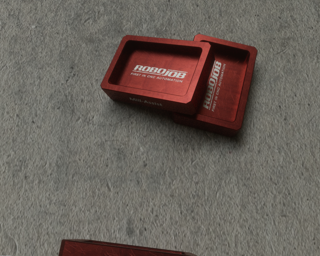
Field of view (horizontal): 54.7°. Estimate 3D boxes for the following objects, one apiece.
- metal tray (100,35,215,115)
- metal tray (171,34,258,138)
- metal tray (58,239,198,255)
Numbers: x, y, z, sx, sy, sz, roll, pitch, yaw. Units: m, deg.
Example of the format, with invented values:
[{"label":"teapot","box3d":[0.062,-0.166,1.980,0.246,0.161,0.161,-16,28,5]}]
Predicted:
[{"label":"metal tray","box3d":[-0.003,-0.074,0.410,0.130,0.030,0.090,13,71,24]},{"label":"metal tray","box3d":[0.076,-0.060,0.427,0.090,0.030,0.130,15,71,5]},{"label":"metal tray","box3d":[-0.029,0.139,0.322,0.131,0.090,0.030,6,71,2]}]
